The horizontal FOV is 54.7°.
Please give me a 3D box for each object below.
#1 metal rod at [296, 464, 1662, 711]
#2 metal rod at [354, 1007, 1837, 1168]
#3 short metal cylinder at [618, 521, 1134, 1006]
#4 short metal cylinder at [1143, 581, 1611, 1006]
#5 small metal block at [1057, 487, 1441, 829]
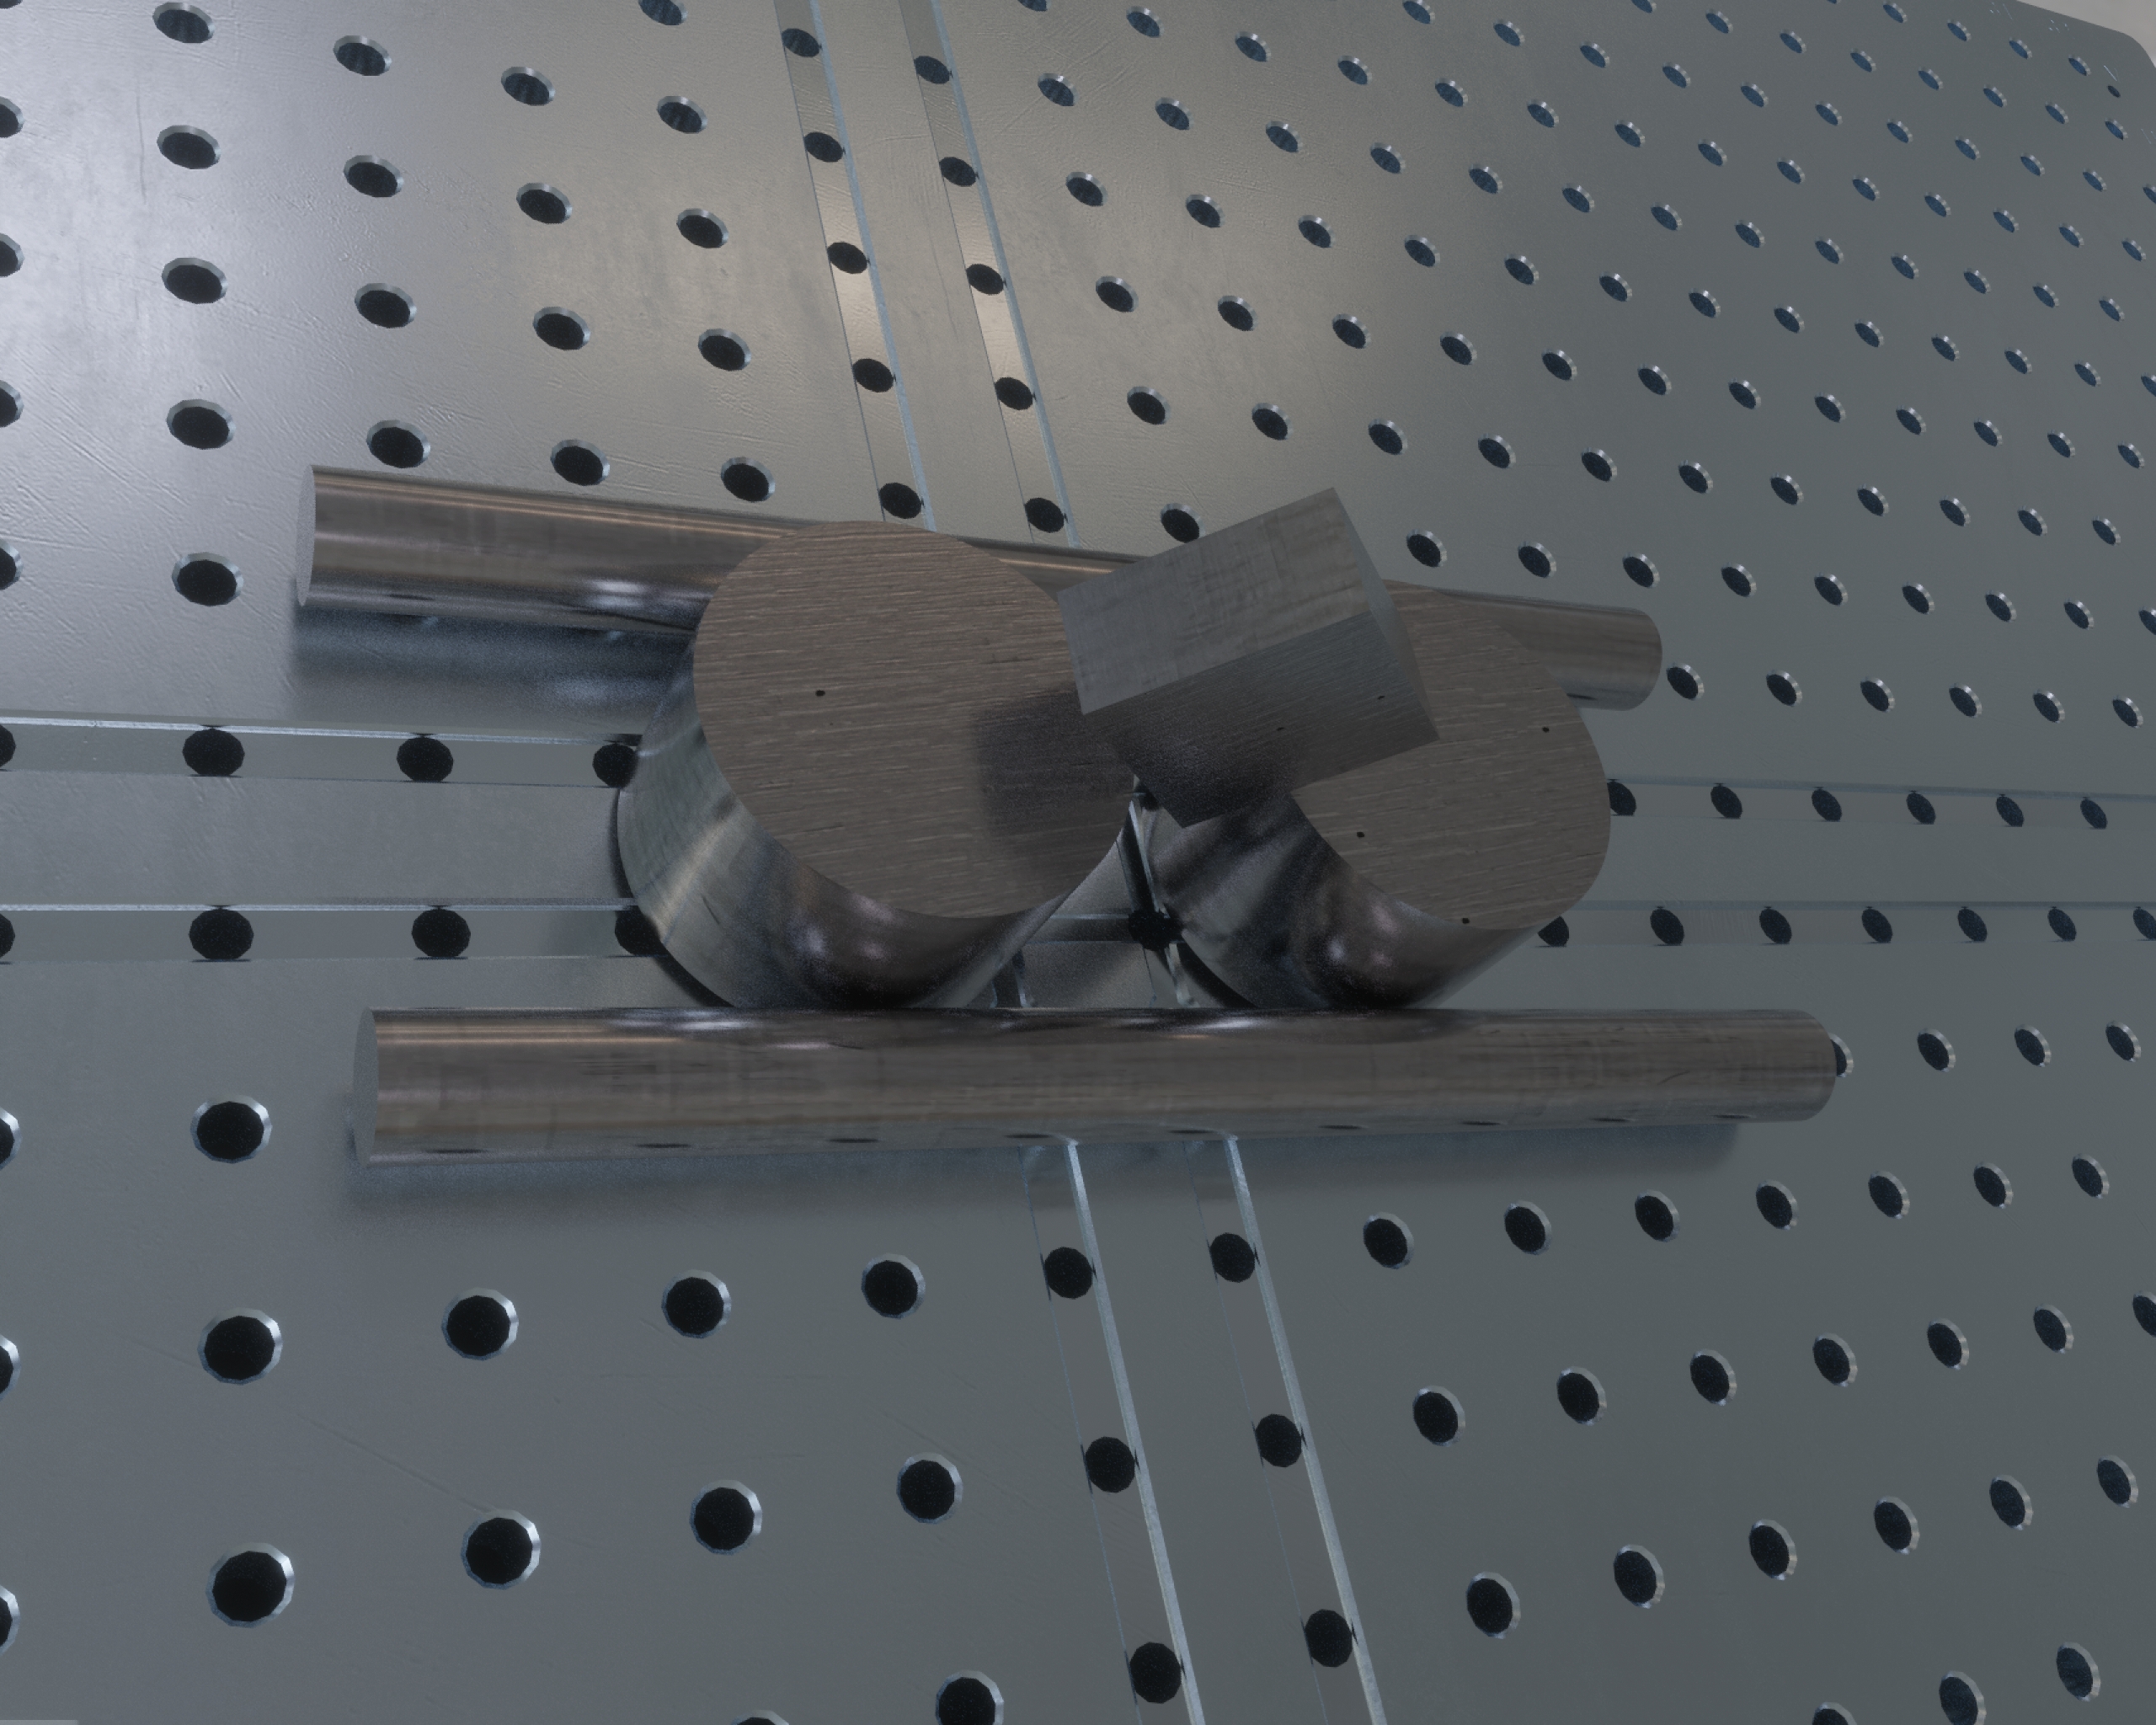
[{"bbox_3d":[-0.001,-0.053,0.436,0.303,0.025,0.025,2,61,-27],"label":"metal rod"},{"bbox_3d":[0.024,0.040,0.392,0.303,0.025,0.025,2,61,-27],"label":"metal rod"},{"bbox_3d":[-0.037,-0.014,0.377,0.081,0.050,0.080,14,56,-21],"label":"short metal cylinder"},{"bbox_3d":[0.060,-0.011,0.427,0.081,0.050,0.080,14,56,-21],"label":"short metal cylinder"},{"bbox_3d":[0.031,-0.034,0.366,0.050,0.050,0.025,45,29,-59],"label":"small metal block"}]
